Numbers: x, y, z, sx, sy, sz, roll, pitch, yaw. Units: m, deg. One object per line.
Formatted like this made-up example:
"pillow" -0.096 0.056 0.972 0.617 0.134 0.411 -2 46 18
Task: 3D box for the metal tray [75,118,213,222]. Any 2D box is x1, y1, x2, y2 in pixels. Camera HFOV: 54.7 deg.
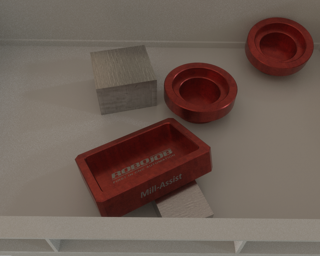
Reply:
"metal tray" -0.019 0.040 0.349 0.131 0.030 0.090 -23 34 -19

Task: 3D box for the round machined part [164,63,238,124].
"round machined part" 0.055 -0.044 0.432 0.099 0.042 0.098 0 50 0

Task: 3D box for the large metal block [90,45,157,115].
"large metal block" -0.053 -0.071 0.448 0.081 0.050 0.080 -10 51 -9

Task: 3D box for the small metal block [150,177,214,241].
"small metal block" 0.022 0.085 0.334 0.050 0.025 0.050 -17 53 -15

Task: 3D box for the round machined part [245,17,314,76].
"round machined part" 0.184 -0.123 0.488 0.099 0.042 0.098 -1 66 2
